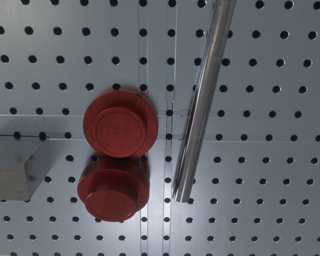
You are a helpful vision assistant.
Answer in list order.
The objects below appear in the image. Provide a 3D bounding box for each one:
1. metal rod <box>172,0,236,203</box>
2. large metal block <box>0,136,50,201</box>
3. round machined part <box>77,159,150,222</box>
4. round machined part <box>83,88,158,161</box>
[{"bbox_3d":[0.055,-0.036,0.400,0.025,0.025,0.298,9,110,-4],"label":"metal rod"},{"bbox_3d":[-0.197,0.049,0.400,0.081,0.080,0.050,2,110,-1],"label":"large metal block"},{"bbox_3d":[-0.064,0.091,0.423,0.099,0.042,0.097,1,128,1],"label":"round machined part"},{"bbox_3d":[-0.051,0.000,0.404,0.099,0.042,0.097,0,110,0],"label":"round machined part"}]
